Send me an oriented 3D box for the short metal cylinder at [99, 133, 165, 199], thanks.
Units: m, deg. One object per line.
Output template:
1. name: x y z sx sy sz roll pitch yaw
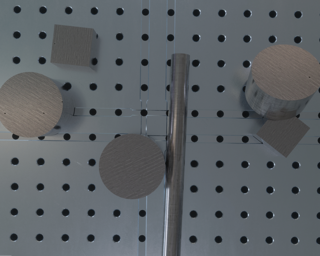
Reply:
1. short metal cylinder: -0.034 0.047 0.401 0.081 0.050 0.079 0 90 0

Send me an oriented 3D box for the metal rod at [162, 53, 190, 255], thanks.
1. metal rod: 0.020 0.052 0.413 0.025 0.025 0.298 3 90 0

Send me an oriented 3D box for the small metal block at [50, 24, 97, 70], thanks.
1. small metal block: -0.114 -0.107 0.412 0.050 0.025 0.050 6 90 0

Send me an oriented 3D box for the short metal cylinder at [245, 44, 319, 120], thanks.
1. short metal cylinder: 0.151 -0.057 0.387 0.080 0.050 0.080 -2 65 4

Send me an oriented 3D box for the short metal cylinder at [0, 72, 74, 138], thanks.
1. short metal cylinder: -0.158 -0.028 0.400 0.081 0.050 0.079 0 90 0

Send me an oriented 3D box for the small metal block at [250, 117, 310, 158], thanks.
1. small metal block: 0.160 0.004 0.415 0.050 0.025 0.050 39 90 0
